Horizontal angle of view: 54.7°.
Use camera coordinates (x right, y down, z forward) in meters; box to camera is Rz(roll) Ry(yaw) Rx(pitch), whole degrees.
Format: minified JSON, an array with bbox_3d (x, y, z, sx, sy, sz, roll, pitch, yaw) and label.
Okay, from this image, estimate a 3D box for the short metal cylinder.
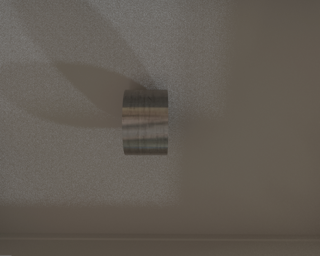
[{"bbox_3d":[-0.016,-0.007,0.377,0.050,0.080,0.079,0,110,-1],"label":"short metal cylinder"}]
